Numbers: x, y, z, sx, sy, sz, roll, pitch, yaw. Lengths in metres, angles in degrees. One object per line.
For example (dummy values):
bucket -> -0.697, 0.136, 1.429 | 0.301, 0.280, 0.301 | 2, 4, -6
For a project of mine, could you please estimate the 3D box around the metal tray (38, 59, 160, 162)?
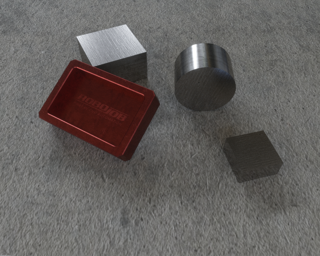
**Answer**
metal tray -> -0.078, -0.025, 0.396 | 0.130, 0.030, 0.090 | 24, 79, 18

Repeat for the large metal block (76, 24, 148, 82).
large metal block -> -0.073, -0.108, 0.477 | 0.081, 0.050, 0.080 | -20, 53, -17

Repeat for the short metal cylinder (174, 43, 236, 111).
short metal cylinder -> 0.060, -0.068, 0.426 | 0.081, 0.080, 0.050 | 1, 50, 0

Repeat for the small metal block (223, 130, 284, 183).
small metal block -> 0.111, 0.034, 0.376 | 0.050, 0.025, 0.050 | -11, 51, -10
